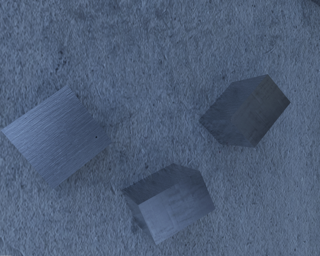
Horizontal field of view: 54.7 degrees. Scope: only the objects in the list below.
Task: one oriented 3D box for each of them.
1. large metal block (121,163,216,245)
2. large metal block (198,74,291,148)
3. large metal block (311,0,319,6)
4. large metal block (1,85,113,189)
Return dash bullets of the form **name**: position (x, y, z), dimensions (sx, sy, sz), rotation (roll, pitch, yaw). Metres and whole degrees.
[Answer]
- **large metal block**: position (0.007, 0.088, 0.382), dimensions (0.081, 0.080, 0.050), rotation (-25, 99, -18)
- **large metal block**: position (0.112, -0.022, 0.421), dimensions (0.050, 0.080, 0.080), rotation (46, 76, -15)
- **large metal block**: position (0.258, -0.256, 0.490), dimensions (0.080, 0.050, 0.080), rotation (23, 82, -19)
- **large metal block**: position (-0.115, 0.009, 0.353), dimensions (0.080, 0.050, 0.080), rotation (-40, 103, -16)
